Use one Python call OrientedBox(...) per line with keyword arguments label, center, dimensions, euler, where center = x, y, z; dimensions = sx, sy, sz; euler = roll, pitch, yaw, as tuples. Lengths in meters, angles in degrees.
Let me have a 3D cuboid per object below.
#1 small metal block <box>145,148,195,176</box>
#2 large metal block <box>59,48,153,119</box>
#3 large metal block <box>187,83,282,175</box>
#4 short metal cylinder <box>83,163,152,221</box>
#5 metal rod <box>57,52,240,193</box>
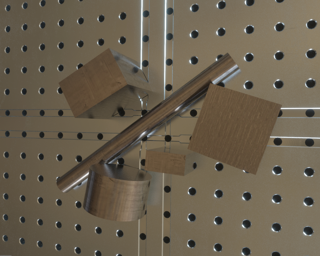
OrientedBox(label="small metal block", center=(0.014, 0.042, 0.394), dimensions=(0.050, 0.050, 0.025), euler=(6, 92, 19))
OrientedBox(label="large metal block", center=(-0.068, -0.053, 0.407), dimensions=(0.080, 0.080, 0.050), euler=(-30, 81, 17))
OrientedBox(label="large metal block", center=(0.088, 0.000, 0.365), dimensions=(0.080, 0.050, 0.080), euler=(20, 97, 18))
OrientedBox(label="short metal cylinder", center=(-0.055, 0.081, 0.401), dimensions=(0.080, 0.080, 0.050), euler=(12, 94, 19))
OrientedBox(label="metal rod", center=(-0.027, 0.001, 0.420), dimensions=(0.300, 0.025, 0.025), euler=(-36, 79, 16))
